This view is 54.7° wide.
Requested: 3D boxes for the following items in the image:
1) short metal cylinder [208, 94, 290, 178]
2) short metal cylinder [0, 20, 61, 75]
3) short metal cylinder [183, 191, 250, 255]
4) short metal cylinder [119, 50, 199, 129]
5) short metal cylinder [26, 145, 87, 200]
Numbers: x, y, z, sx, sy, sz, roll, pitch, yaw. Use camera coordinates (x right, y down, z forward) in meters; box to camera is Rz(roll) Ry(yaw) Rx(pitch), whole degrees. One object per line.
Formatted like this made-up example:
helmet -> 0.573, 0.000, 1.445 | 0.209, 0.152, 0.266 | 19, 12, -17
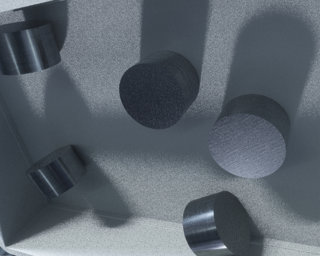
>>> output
short metal cylinder -> 0.100, 0.009, 0.345 | 0.080, 0.050, 0.079 | 13, 124, 20
short metal cylinder -> -0.174, -0.105, 0.398 | 0.080, 0.080, 0.050 | 8, 122, 24
short metal cylinder -> 0.076, 0.130, 0.412 | 0.050, 0.080, 0.080 | -28, 103, 37
short metal cylinder -> 0.000, -0.045, 0.363 | 0.080, 0.050, 0.079 | 13, 124, 20
short metal cylinder -> -0.167, 0.070, 0.502 | 0.080, 0.080, 0.050 | -19, 109, 35
